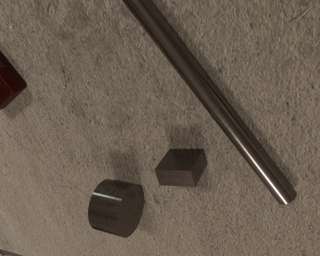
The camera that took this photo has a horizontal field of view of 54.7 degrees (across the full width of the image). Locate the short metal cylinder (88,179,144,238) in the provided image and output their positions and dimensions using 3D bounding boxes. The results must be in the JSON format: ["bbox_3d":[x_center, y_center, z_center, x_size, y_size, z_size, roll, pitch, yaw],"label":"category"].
[{"bbox_3d":[-0.066,0.123,0.481,0.050,0.080,0.079,6,121,24],"label":"short metal cylinder"}]

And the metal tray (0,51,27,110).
[{"bbox_3d":[-0.283,-0.095,0.490,0.090,0.030,0.130,-27,104,37],"label":"metal tray"}]

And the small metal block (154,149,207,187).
[{"bbox_3d":[0.029,0.051,0.406,0.050,0.050,0.025,-2,117,29],"label":"small metal block"}]

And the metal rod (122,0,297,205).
[{"bbox_3d":[0.061,-0.031,0.354,0.025,0.025,0.300,-32,101,38],"label":"metal rod"}]
